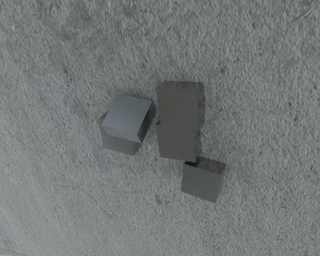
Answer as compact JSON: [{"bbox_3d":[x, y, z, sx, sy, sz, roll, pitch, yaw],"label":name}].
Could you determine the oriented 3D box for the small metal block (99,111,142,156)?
[{"bbox_3d":[-0.056,0.007,0.441,0.050,0.025,0.050,12,124,22],"label":"small metal block"}]

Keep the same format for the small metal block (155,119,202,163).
[{"bbox_3d":[0.025,0.014,0.402,0.050,0.025,0.050,6,122,25],"label":"small metal block"}]

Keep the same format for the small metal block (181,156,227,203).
[{"bbox_3d":[0.058,0.068,0.418,0.050,0.025,0.050,16,125,19],"label":"small metal block"}]

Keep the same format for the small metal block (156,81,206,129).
[{"bbox_3d":[0.026,-0.029,0.375,0.050,0.025,0.050,7,121,25],"label":"small metal block"}]

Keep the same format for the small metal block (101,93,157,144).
[{"bbox_3d":[-0.039,-0.013,0.400,0.050,0.050,0.025,14,155,20],"label":"small metal block"}]
